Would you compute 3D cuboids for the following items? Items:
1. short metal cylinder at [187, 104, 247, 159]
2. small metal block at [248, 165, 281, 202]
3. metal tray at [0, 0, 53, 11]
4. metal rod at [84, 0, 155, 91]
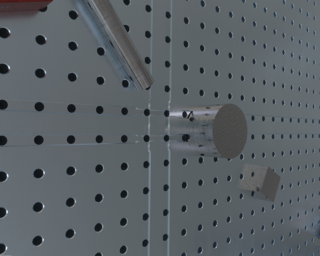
[{"bbox_3d":[0.086,0.004,0.465,0.081,0.050,0.080,0,90,-40],"label":"short metal cylinder"},{"bbox_3d":[0.194,0.102,0.571,0.050,0.025,0.050,37,68,-34],"label":"small metal block"},{"bbox_3d":[-0.167,-0.149,0.265,0.131,0.030,0.089,-21,103,-38],"label":"metal tray"},{"bbox_3d":[-0.088,-0.172,0.334,0.025,0.025,0.299,-45,117,-30],"label":"metal rod"}]
